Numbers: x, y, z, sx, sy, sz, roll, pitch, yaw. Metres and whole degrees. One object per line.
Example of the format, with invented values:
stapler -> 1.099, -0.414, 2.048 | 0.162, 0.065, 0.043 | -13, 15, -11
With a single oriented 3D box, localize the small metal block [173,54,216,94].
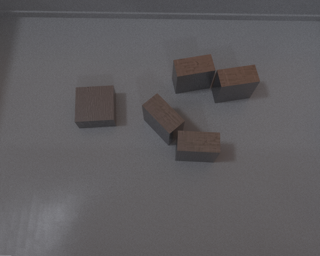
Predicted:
small metal block -> 0.044, -0.073, 0.423 | 0.050, 0.050, 0.025 | -10, 71, -4

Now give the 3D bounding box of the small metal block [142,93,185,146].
small metal block -> 0.004, -0.010, 0.400 | 0.025, 0.050, 0.050 | -40, 75, -13

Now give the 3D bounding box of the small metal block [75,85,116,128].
small metal block -> -0.086, -0.028, 0.419 | 0.050, 0.025, 0.050 | -3, 70, -2

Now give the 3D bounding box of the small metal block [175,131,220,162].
small metal block -> 0.046, 0.024, 0.388 | 0.050, 0.050, 0.025 | 3, 70, 1

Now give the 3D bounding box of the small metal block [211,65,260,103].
small metal block -> 0.100, -0.058, 0.418 | 0.050, 0.050, 0.025 | -9, 71, -3
